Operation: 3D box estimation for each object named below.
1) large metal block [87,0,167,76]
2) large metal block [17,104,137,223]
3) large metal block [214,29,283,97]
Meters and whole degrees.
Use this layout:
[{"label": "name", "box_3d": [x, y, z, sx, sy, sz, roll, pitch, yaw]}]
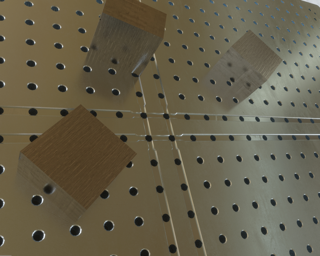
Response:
[{"label": "large metal block", "box_3d": [-0.046, -0.127, 0.425, 0.080, 0.080, 0.050, 19, 55, -18]}, {"label": "large metal block", "box_3d": [-0.086, 0.036, 0.324, 0.080, 0.050, 0.080, 42, 51, 0]}, {"label": "large metal block", "box_3d": [0.156, -0.115, 0.546, 0.080, 0.050, 0.080, 44, 51, 2]}]
